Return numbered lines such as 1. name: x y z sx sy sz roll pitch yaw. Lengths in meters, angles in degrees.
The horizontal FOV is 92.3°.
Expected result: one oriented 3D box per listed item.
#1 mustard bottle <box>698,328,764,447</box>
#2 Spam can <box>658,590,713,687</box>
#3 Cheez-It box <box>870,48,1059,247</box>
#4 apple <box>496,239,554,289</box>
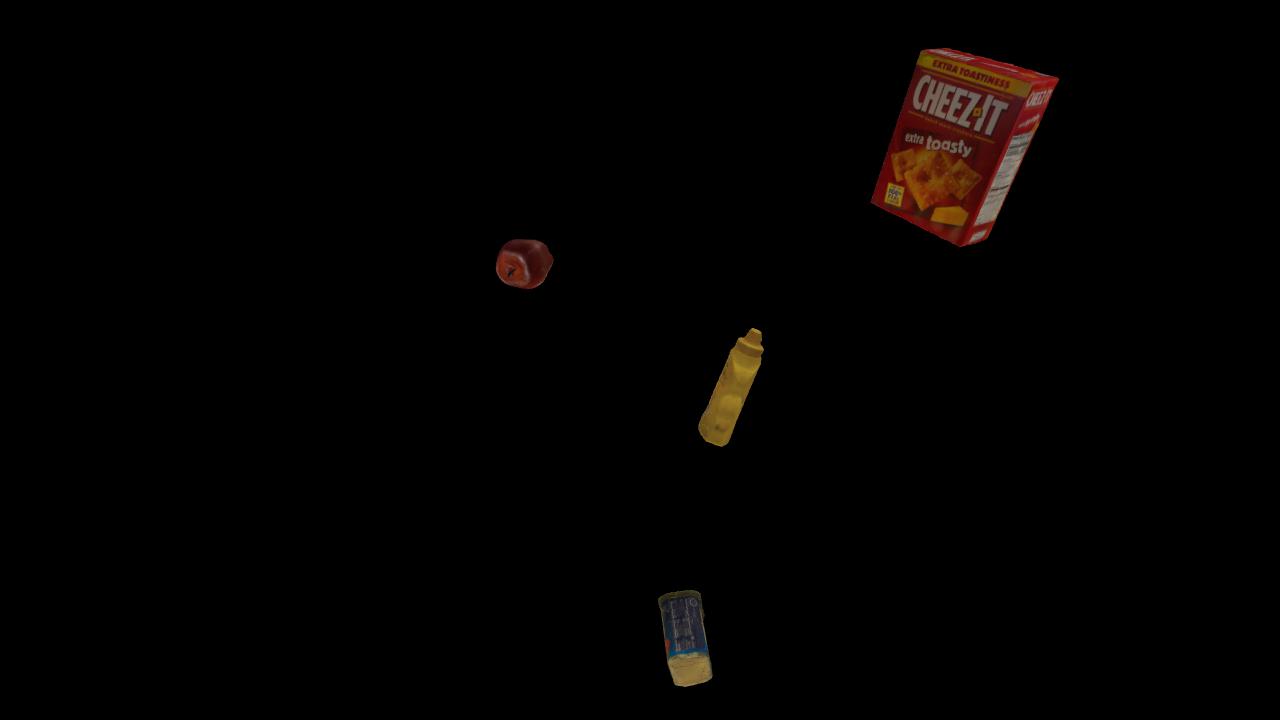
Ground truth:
1. mustard bottle: 0.145 0.036 0.948 0.054 0.184 0.092 22 19 6
2. Spam can: 0.061 0.367 0.808 0.058 0.101 0.085 -11 44 2
3. Cheez-It box: 0.435 -0.293 0.850 0.071 0.223 0.166 -19 45 -28
4. apple: -0.175 -0.145 0.929 0.079 0.079 0.093 0 26 25
